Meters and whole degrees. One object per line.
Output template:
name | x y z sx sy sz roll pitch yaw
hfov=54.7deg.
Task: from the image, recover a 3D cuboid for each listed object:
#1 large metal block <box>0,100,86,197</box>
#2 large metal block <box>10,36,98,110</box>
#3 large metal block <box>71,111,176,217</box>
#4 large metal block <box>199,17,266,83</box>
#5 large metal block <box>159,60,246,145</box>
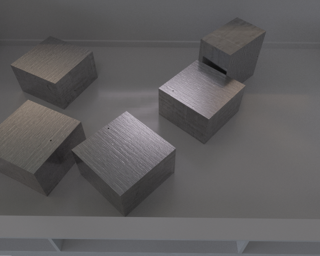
large metal block | -0.146 0.022 0.369 0.080 0.050 0.080 21 53 17
large metal block | -0.152 -0.084 0.458 0.080 0.050 0.080 23 54 18
large metal block | -0.039 0.039 0.356 0.080 0.050 0.080 36 59 26
large metal block | 0.102 -0.102 0.456 0.080 0.080 0.050 -36 59 -26
large metal block | 0.055 -0.038 0.421 0.080 0.050 0.080 35 58 25
